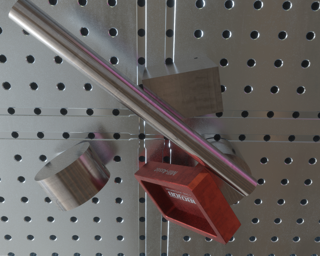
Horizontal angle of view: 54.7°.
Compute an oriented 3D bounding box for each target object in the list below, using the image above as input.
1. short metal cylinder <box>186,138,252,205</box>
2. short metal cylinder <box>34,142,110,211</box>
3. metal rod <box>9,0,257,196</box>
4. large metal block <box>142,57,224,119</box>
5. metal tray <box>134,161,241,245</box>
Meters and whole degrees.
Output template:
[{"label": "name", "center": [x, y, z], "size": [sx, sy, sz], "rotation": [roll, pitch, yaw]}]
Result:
[{"label": "short metal cylinder", "center": [0.079, 0.060, 0.423], "size": [0.081, 0.050, 0.079], "rotation": [0, 110, -1]}, {"label": "short metal cylinder", "center": [-0.113, 0.062, 0.405], "size": [0.080, 0.080, 0.050], "rotation": [-27, 108, 9]}, {"label": "metal rod", "center": [-0.015, -0.021, 0.319], "size": [0.301, 0.025, 0.025], "rotation": [37, 106, -13]}, {"label": "large metal block", "center": [0.025, -0.048, 0.367], "size": [0.080, 0.080, 0.050], "rotation": [-10, 110, 3]}, {"label": "metal tray", "center": [0.029, 0.090, 0.395], "size": [0.030, 0.130, 0.090], "rotation": [-42, 110, -26]}]
